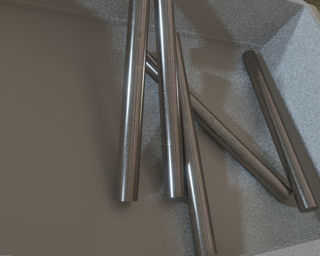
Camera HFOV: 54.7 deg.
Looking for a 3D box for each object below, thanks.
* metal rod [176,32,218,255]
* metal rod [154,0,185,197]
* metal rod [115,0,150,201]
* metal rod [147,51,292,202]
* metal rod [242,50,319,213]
[{"bbox_3d":[0.034,0.005,0.402,0.025,0.025,0.299,4,67,-27],"label":"metal rod"},{"bbox_3d":[0.010,-0.068,0.381,0.025,0.025,0.298,-1,85,-29],"label":"metal rod"},{"bbox_3d":[-0.029,-0.068,0.361,0.025,0.025,0.298,7,81,-25],"label":"metal rod"},{"bbox_3d":[0.073,-0.007,0.451,0.300,0.025,0.025,45,51,2],"label":"metal rod"},{"bbox_3d":[0.184,-0.013,0.500,0.025,0.025,0.299,9,53,-24],"label":"metal rod"}]
